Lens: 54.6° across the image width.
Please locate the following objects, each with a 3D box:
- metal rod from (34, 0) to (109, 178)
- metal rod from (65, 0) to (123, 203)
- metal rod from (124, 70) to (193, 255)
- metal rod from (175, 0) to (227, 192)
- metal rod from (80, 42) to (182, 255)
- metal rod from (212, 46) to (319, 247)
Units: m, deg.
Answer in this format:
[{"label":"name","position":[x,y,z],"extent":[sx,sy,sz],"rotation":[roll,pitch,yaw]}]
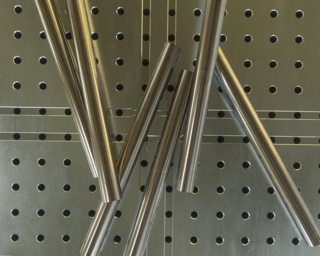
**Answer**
[{"label":"metal rod","position":[-0.124,-0.079,0.412],"extent":[0.025,0.025,0.299],"rotation":[-19,90,0]},{"label":"metal rod","position":[-0.089,-0.056,0.399],"extent":[0.025,0.025,0.299],"rotation":[-12,85,0]},{"label":"metal rod","position":[-0.004,0.069,0.413],"extent":[0.025,0.025,0.299],"rotation":[17,90,0]},{"label":"metal rod","position":[0.055,-0.065,0.393],"extent":[0.025,0.025,0.298],"rotation":[9,98,0]},{"label":"metal rod","position":[-0.039,0.030,0.413],"extent":[0.025,0.025,0.299],"rotation":[22,90,0]},{"label":"metal rod","position":[0.136,0.020,0.414],"extent":[0.025,0.025,0.299],"rotation":[-29,90,0]}]
